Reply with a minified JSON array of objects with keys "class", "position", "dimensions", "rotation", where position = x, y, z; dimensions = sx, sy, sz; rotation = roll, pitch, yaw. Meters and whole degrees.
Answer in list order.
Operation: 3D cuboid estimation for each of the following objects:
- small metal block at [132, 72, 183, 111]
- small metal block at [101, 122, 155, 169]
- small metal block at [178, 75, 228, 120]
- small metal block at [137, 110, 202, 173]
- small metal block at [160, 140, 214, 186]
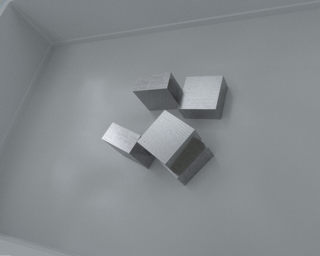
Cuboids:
[{"class":"small metal block","position":[-0.001,-0.048,0.418],"dimensions":[0.050,0.050,0.025],"rotation":[-1,61,27]},{"class":"small metal block","position":[-0.037,0.023,0.394],"dimensions":[0.050,0.050,0.025],"rotation":[23,74,36]},{"class":"small metal block","position":[0.056,-0.039,0.400],"dimensions":[0.050,0.025,0.050],"rotation":[3,63,29]},{"class":"small metal block","position":[0.011,0.015,0.358],"dimensions":[0.050,0.025,0.050],"rotation":[-49,52,-7]},{"class":"small metal block","position":[0.027,0.032,0.371],"dimensions":[0.050,0.025,0.050],"rotation":[-45,52,-4]}]
